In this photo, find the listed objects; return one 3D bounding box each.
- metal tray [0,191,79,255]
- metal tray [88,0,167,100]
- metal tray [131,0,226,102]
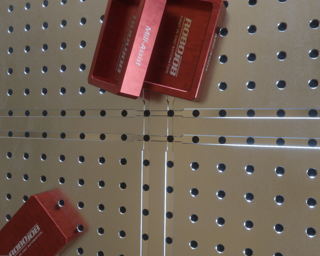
[{"bbox_3d":[-0.198,0.174,0.481,0.130,0.030,0.090,-46,76,14],"label":"metal tray"},{"bbox_3d":[-0.047,-0.110,0.403,0.090,0.030,0.129,25,101,48],"label":"metal tray"},{"bbox_3d":[0.023,-0.106,0.401,0.090,0.030,0.129,17,96,19],"label":"metal tray"}]
